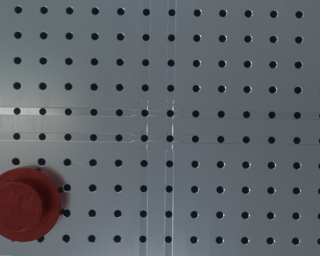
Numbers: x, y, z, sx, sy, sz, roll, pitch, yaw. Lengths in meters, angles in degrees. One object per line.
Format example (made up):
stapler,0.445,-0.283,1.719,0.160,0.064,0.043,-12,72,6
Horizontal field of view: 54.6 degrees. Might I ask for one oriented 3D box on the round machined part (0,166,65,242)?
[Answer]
round machined part,-0.179,0.101,0.404,0.099,0.042,0.097,0,90,0
